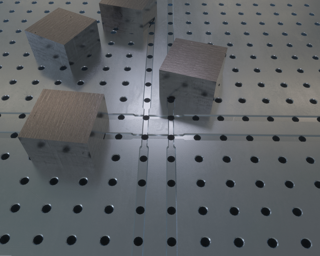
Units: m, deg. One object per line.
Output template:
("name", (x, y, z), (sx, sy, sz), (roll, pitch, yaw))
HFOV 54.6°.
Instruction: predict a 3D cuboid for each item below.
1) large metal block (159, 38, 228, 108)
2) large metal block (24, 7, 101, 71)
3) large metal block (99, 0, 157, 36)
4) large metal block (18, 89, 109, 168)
("large metal block", (0.050, -0.084, 0.463), (0.080, 0.050, 0.080), (14, 52, 12))
("large metal block", (-0.159, -0.150, 0.517), (0.080, 0.050, 0.080), (23, 54, 18))
("large metal block", (-0.056, -0.223, 0.579), (0.080, 0.050, 0.080), (14, 51, 11))
("large metal block", (-0.116, -0.001, 0.392), (0.080, 0.050, 0.080), (5, 50, 4))
